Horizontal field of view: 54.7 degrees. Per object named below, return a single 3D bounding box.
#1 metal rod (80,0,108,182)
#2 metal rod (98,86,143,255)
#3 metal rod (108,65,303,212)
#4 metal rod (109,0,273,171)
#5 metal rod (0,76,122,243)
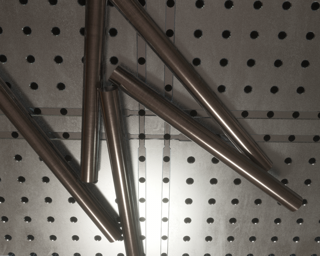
[{"bbox_3d":[-0.083,-0.068,0.387,0.025,0.025,0.298,6,110,-3],"label":"metal rod"},{"bbox_3d":[-0.051,0.088,0.437,0.025,0.025,0.298,-5,113,1],"label":"metal rod"},{"bbox_3d":[0.064,0.017,0.405,0.301,0.025,0.025,35,106,-7],"label":"metal rod"},{"bbox_3d":[0.049,-0.051,0.395,0.025,0.025,0.300,-39,106,13],"label":"metal rod"},{"bbox_3d":[-0.145,0.045,0.428,0.025,0.025,0.299,-30,108,10],"label":"metal rod"}]
